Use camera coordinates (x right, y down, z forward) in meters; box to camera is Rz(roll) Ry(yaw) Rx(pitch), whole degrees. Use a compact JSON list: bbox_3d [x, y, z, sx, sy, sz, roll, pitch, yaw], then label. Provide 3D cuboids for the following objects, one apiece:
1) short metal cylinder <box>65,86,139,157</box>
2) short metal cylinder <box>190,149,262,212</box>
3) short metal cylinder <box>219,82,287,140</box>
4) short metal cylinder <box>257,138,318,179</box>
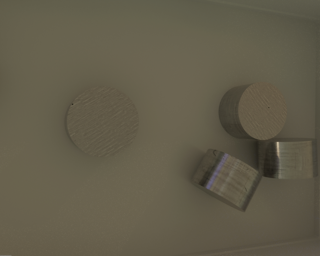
[{"bbox_3d":[-0.071,-0.007,0.371,0.081,0.050,0.080,0,90,-20],"label":"short metal cylinder"},{"bbox_3d":[0.088,0.070,0.413,0.080,0.080,0.050,34,79,-17],"label":"short metal cylinder"},{"bbox_3d":[0.133,-0.023,0.446,0.081,0.050,0.080,0,90,-20],"label":"short metal cylinder"},{"bbox_3d":[0.184,0.042,0.449,0.081,0.080,0.050,-3,91,-20],"label":"short metal cylinder"}]
